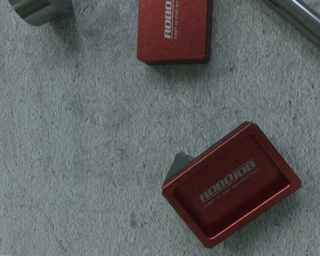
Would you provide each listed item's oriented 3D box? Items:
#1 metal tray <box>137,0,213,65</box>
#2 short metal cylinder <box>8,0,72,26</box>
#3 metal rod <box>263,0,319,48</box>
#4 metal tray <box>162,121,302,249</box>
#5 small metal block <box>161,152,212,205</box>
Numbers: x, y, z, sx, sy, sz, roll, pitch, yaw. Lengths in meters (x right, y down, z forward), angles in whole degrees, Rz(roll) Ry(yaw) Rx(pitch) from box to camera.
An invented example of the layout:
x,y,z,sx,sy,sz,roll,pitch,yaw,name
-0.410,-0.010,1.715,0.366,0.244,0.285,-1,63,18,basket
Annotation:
x,y,z,sx,sy,sz,roll,pitch,yaw,name
0.020,-0.149,0.399,0.090,0.030,0.129,3,91,19,metal tray
-0.171,-0.192,0.438,0.050,0.080,0.080,-18,84,19,short metal cylinder
0.177,-0.109,0.346,0.025,0.025,0.300,-46,76,14,metal rod
0.079,0.065,0.357,0.130,0.030,0.090,-38,92,8,metal tray
0.037,0.065,0.395,0.050,0.025,0.050,26,98,17,small metal block
